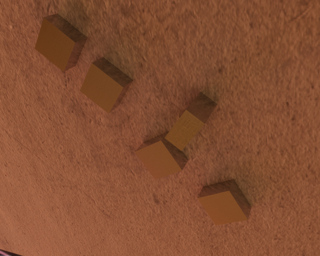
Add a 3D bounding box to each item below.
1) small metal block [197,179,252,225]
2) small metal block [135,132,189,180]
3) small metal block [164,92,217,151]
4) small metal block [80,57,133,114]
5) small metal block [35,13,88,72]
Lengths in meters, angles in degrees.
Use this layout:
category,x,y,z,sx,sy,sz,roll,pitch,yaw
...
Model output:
category,x,y,z,sx,sy,sz,roll,pitch,yaw
small metal block,0.088,0.102,0.423,0.050,0.025,0.050,-24,106,36
small metal block,0.002,0.039,0.428,0.050,0.025,0.050,-26,105,36
small metal block,0.037,-0.008,0.365,0.025,0.050,0.050,38,129,2
small metal block,-0.071,-0.056,0.408,0.050,0.025,0.050,38,129,2
small metal block,-0.130,-0.111,0.405,0.050,0.025,0.050,39,129,1
